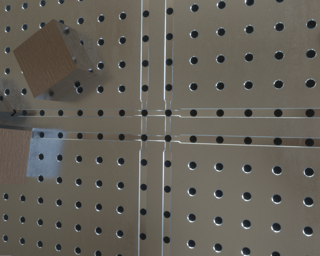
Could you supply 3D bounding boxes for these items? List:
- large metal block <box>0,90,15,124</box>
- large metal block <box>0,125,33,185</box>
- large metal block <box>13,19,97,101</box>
[{"bbox_3d":[-0.300,-0.032,0.503,0.080,0.050,0.080,-40,78,15],"label":"large metal block"},{"bbox_3d":[-0.238,0.037,0.460,0.081,0.050,0.079,7,93,-21],"label":"large metal block"},{"bbox_3d":[-0.152,-0.095,0.451,0.080,0.050,0.080,-30,80,17],"label":"large metal block"}]
